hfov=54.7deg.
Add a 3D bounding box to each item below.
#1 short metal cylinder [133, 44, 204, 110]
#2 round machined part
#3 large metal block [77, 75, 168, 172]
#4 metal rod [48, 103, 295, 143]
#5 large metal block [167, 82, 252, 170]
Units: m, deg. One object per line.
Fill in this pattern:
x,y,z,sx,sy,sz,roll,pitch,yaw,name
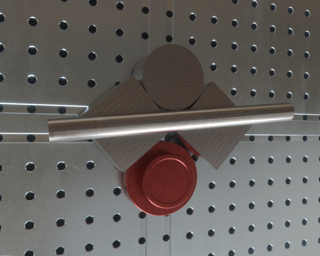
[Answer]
0.009,-0.062,0.399,0.081,0.050,0.079,0,90,-20,short metal cylinder
0.005,0.065,0.401,0.099,0.042,0.097,0,90,-20,round machined part
-0.045,-0.006,0.379,0.080,0.050,0.080,-41,105,-16,large metal block
0.029,-0.009,0.364,0.303,0.025,0.025,-5,92,-20,metal rod
0.062,-0.003,0.416,0.080,0.050,0.080,44,77,-15,large metal block
